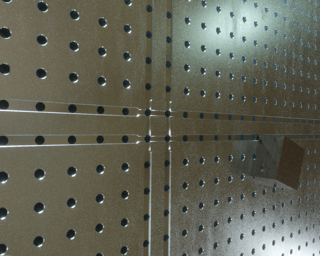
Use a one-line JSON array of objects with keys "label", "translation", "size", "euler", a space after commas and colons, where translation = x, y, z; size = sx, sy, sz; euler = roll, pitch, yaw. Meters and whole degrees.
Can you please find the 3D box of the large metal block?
[{"label": "large metal block", "translation": [0.219, 0.064, 0.575], "size": [0.080, 0.050, 0.080], "euler": [27, 73, -37]}]
